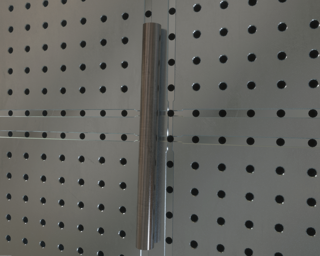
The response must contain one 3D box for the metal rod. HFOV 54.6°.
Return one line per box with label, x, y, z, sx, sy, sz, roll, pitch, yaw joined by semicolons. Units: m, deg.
metal rod;-0.016;0.011;0.418;0.025;0.025;0.298;2;91;20
